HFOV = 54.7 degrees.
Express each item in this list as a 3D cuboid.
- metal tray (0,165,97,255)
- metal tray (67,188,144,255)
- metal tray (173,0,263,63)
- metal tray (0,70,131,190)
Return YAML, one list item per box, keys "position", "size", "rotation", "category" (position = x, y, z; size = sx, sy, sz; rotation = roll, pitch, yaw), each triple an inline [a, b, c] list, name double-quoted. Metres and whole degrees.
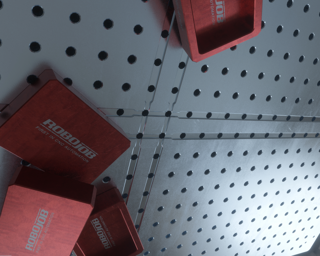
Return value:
- position: [-0.140, 0.111, 0.368]
  size: [0.091, 0.030, 0.129]
  rotation: [20, 120, -16]
  category: "metal tray"
- position: [-0.083, 0.159, 0.462]
  size: [0.091, 0.030, 0.129]
  rotation: [-24, 128, -14]
  category: "metal tray"
- position: [0.061, -0.140, 0.325]
  size: [0.090, 0.030, 0.130]
  rotation: [-25, 144, -2]
  category: "metal tray"
- position: [-0.107, 0.008, 0.355]
  size: [0.090, 0.030, 0.130]
  rotation: [-44, 130, 2]
  category: "metal tray"
